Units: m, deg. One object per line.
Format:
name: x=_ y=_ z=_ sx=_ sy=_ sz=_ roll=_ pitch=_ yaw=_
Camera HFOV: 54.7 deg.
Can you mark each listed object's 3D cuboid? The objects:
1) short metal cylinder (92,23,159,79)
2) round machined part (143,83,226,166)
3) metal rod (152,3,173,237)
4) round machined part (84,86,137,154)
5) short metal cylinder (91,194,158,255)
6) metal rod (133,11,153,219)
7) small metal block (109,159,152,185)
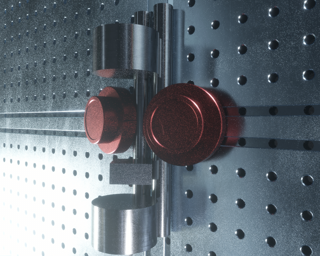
short metal cylinder: x=-0.041 y=-0.090 z=0.379 sx=0.080 sy=0.081 sz=0.050 roll=1 pitch=91 yaw=40
round machined part: x=0.024 y=-0.004 z=0.361 sx=0.098 sy=0.042 sz=0.097 roll=0 pitch=90 yaw=25
metal rod: x=0.003 y=-0.010 z=0.406 sx=0.025 sy=0.025 sz=0.298 roll=1 pitch=91 yaw=40
round machined part: x=-0.077 y=-0.011 z=0.446 sx=0.098 sy=0.042 sz=0.097 roll=0 pitch=90 yaw=54
short metal cylinder: x=-0.043 y=0.115 z=0.381 sx=0.080 sy=0.081 sz=0.050 roll=1 pitch=91 yaw=40
metal rod: x=-0.024 y=-0.008 z=0.429 sx=0.025 sy=0.025 sz=0.298 roll=1 pitch=91 yaw=40
small metal block: x=-0.035 y=0.054 z=0.392 sx=0.050 sy=0.050 sz=0.025 roll=1 pitch=91 yaw=-2
